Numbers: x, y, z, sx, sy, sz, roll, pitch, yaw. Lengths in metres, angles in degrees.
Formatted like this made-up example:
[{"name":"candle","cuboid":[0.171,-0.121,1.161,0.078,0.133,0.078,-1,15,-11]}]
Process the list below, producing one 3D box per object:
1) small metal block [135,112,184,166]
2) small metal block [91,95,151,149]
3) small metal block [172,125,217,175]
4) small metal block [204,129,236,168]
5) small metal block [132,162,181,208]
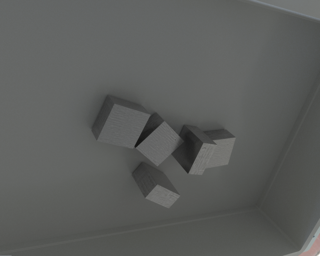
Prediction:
[{"name":"small metal block","cuboid":[-0.004,0.016,0.414,0.050,0.025,0.050,-43,130,1]},{"name":"small metal block","cuboid":[-0.048,-0.006,0.377,0.050,0.025,0.050,16,110,-35]},{"name":"small metal block","cuboid":[0.047,0.031,0.437,0.025,0.050,0.050,10,114,-34]},{"name":"small metal block","cuboid":[0.082,0.032,0.473,0.050,0.025,0.050,-6,121,-26]},{"name":"small metal block","cuboid":[-0.006,0.081,0.438,0.025,0.050,0.050,-49,130,7]}]
